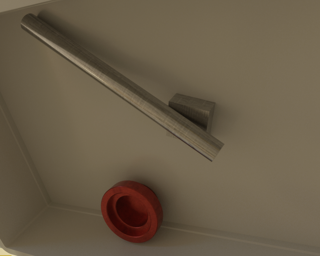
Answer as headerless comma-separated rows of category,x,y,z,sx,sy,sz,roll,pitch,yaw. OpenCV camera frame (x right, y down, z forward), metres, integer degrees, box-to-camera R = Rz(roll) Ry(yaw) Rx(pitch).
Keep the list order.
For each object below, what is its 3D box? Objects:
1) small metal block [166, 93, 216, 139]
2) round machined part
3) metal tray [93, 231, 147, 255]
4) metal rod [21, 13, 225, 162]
small metal block,0.037,-0.010,0.382,0.050,0.025,0.050,16,125,18
round machined part,-0.040,0.126,0.487,0.098,0.042,0.097,8,110,22
metal tray,-0.090,0.270,0.620,0.090,0.030,0.129,35,129,4
metal rod,-0.055,-0.056,0.379,0.300,0.025,0.025,35,129,12
